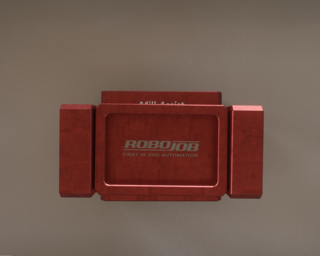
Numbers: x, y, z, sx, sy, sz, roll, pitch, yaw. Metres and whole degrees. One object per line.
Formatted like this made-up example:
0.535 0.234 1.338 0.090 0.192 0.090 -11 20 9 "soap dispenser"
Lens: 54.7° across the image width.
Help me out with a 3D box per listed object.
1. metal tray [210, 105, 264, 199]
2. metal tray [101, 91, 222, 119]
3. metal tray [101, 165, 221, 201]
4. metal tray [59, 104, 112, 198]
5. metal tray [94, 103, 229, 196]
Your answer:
0.083 0.022 0.357 0.030 0.130 0.089 1 91 0 "metal tray"
0.002 -0.025 0.376 0.131 0.090 0.030 0 91 0 "metal tray"
0.001 0.064 0.376 0.131 0.090 0.030 0 90 0 "metal tray"
-0.080 0.021 0.357 0.030 0.130 0.089 1 91 0 "metal tray"
0.001 0.021 0.317 0.131 0.030 0.089 1 90 0 "metal tray"
